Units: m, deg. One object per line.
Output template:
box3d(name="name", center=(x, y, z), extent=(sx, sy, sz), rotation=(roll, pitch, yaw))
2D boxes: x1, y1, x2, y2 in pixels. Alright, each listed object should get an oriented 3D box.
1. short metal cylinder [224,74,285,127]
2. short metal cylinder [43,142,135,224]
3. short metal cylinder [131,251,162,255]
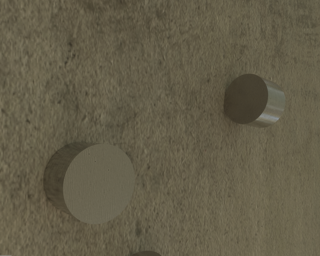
box3d(name="short metal cylinder", center=(0.151, -0.043, 0.499), extent=(0.050, 0.080, 0.080), rotation=(9, 84, -40))
box3d(name="short metal cylinder", center=(-0.074, 0.055, 0.328), extent=(0.081, 0.050, 0.079), rotation=(0, 90, -40))
box3d(name="short metal cylinder", center=(-0.018, 0.192, 0.356), extent=(0.080, 0.080, 0.050), rotation=(-42, 116, -32))
